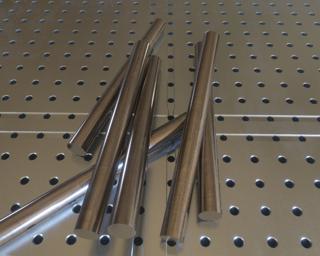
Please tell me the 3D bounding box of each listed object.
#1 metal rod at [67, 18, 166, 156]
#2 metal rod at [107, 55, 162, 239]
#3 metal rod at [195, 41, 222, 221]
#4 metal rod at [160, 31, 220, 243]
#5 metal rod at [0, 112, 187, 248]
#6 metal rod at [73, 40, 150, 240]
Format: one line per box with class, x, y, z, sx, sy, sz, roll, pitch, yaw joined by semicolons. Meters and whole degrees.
metal rod;-0.052;-0.081;0.475;0.025;0.025;0.301;16;52;13
metal rod;-0.021;-0.008;0.384;0.025;0.025;0.300;4;41;3
metal rod;0.062;-0.021;0.425;0.025;0.025;0.300;3;50;2
metal rod;0.045;-0.012;0.390;0.025;0.025;0.300;10;59;8
metal rod;-0.080;0.059;0.357;0.302;0.025;0.025;-30;56;-23
metal rod;-0.048;-0.013;0.385;0.025;0.025;0.300;6;50;5
